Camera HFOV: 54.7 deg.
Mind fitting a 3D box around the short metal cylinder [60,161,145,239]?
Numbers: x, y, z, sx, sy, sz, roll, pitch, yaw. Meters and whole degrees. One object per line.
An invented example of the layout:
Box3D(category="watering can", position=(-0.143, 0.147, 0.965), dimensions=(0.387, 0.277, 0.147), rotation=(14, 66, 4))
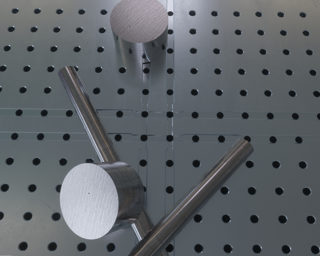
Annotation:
Box3D(category="short metal cylinder", position=(-0.065, 0.078, 0.350), dimensions=(0.080, 0.050, 0.080), rotation=(-2, 86, 28))

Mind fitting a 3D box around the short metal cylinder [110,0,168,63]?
Box3D(category="short metal cylinder", position=(-0.029, -0.142, 0.450), dimensions=(0.081, 0.050, 0.080), rotation=(0, 70, 0))

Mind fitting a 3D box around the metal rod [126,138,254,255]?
Box3D(category="metal rod", position=(0.007, 0.114, 0.345), dimensions=(0.025, 0.025, 0.301), rotation=(43, 66, 14))

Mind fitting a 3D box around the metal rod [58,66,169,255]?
Box3D(category="metal rod", position=(-0.062, 0.044, 0.394), dimensions=(0.025, 0.025, 0.299), rotation=(-27, 72, -9))
